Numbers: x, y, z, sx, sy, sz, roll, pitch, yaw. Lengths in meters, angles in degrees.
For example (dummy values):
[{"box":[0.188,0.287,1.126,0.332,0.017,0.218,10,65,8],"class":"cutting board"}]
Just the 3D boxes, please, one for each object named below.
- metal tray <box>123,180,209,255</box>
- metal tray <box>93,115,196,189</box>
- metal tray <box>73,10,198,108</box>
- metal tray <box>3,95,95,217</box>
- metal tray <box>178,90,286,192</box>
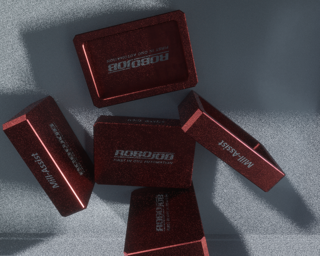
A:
[{"box":[0.006,0.118,0.396,0.090,0.130,0.030,-12,110,3],"class":"metal tray"},{"box":[-0.021,0.033,0.417,0.131,0.030,0.089,3,110,-2],"class":"metal tray"},{"box":[-0.027,-0.083,0.376,0.131,0.030,0.089,-13,110,4],"class":"metal tray"},{"box":[-0.128,0.032,0.384,0.030,0.090,0.129,-24,109,7],"class":"metal tray"},{"box":[0.083,0.013,0.380,0.130,0.090,0.030,36,107,-13],"class":"metal tray"}]
